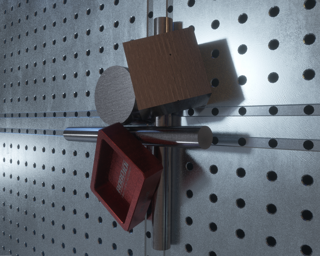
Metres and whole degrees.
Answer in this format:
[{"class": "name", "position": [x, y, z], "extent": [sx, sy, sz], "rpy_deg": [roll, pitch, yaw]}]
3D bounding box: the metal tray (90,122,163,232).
[{"class": "metal tray", "position": [-0.050, 0.068, 0.414], "extent": [0.090, 0.030, 0.129], "rpy_deg": [42, 137, 25]}]

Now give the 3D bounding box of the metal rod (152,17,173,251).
[{"class": "metal rod", "position": [0.003, 0.008, 0.407], "extent": [0.025, 0.025, 0.298], "rpy_deg": [1, 91, 40]}]

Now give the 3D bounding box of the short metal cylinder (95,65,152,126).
[{"class": "short metal cylinder", "position": [-0.045, -0.043, 0.430], "extent": [0.080, 0.050, 0.079], "rpy_deg": [0, 90, 40]}]

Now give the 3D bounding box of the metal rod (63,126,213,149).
[{"class": "metal rod", "position": [-0.055, 0.010, 0.433], "extent": [0.300, 0.025, 0.025], "rpy_deg": [0, 90, 47]}]

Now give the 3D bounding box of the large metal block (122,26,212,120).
[{"class": "large metal block", "position": [0.008, -0.061, 0.361], "extent": [0.080, 0.050, 0.080], "rpy_deg": [-14, 79, -1]}]
